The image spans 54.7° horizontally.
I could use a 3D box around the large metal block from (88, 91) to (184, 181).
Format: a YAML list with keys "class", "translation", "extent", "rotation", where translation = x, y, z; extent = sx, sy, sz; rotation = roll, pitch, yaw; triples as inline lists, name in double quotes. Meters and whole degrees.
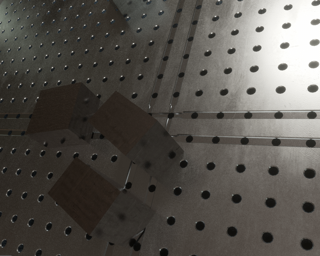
- class: "large metal block"
  translation: [-0.028, 0.010, 0.380]
  extent: [0.050, 0.080, 0.080]
  rotation: [-49, 52, -6]

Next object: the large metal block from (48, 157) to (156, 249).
- class: "large metal block"
  translation: [-0.064, 0.086, 0.353]
  extent: [0.080, 0.080, 0.050]
  rotation: [28, 77, 37]

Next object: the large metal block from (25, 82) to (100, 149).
- class: "large metal block"
  translation: [-0.148, -0.018, 0.478]
  extent: [0.080, 0.050, 0.080]
  rotation: [-7, 59, 24]

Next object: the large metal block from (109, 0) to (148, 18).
- class: "large metal block"
  translation: [-0.063, -0.268, 0.588]
  extent: [0.080, 0.050, 0.080]
  rotation: [-38, 51, 2]
